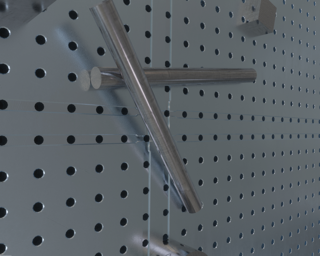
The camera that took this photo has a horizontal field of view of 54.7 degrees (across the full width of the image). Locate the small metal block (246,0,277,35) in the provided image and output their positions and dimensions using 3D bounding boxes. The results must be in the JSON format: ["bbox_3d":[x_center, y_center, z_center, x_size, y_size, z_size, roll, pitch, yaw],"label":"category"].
[{"bbox_3d":[0.185,-0.205,0.563,0.050,0.025,0.050,19,78,-38],"label":"small metal block"}]

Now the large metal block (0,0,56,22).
[{"bbox_3d":[-0.129,-0.144,0.264,0.050,0.080,0.079,-8,95,-40],"label":"large metal block"}]

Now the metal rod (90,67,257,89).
[{"bbox_3d":[0.043,-0.074,0.444,0.302,0.025,0.025,-9,96,-40],"label":"metal rod"}]

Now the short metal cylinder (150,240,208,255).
[{"bbox_3d":[0.025,0.198,0.414,0.081,0.050,0.080,0,90,-40],"label":"short metal cylinder"}]

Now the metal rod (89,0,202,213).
[{"bbox_3d":[-0.005,-0.005,0.381,0.025,0.025,0.299,-43,123,-31],"label":"metal rod"}]
